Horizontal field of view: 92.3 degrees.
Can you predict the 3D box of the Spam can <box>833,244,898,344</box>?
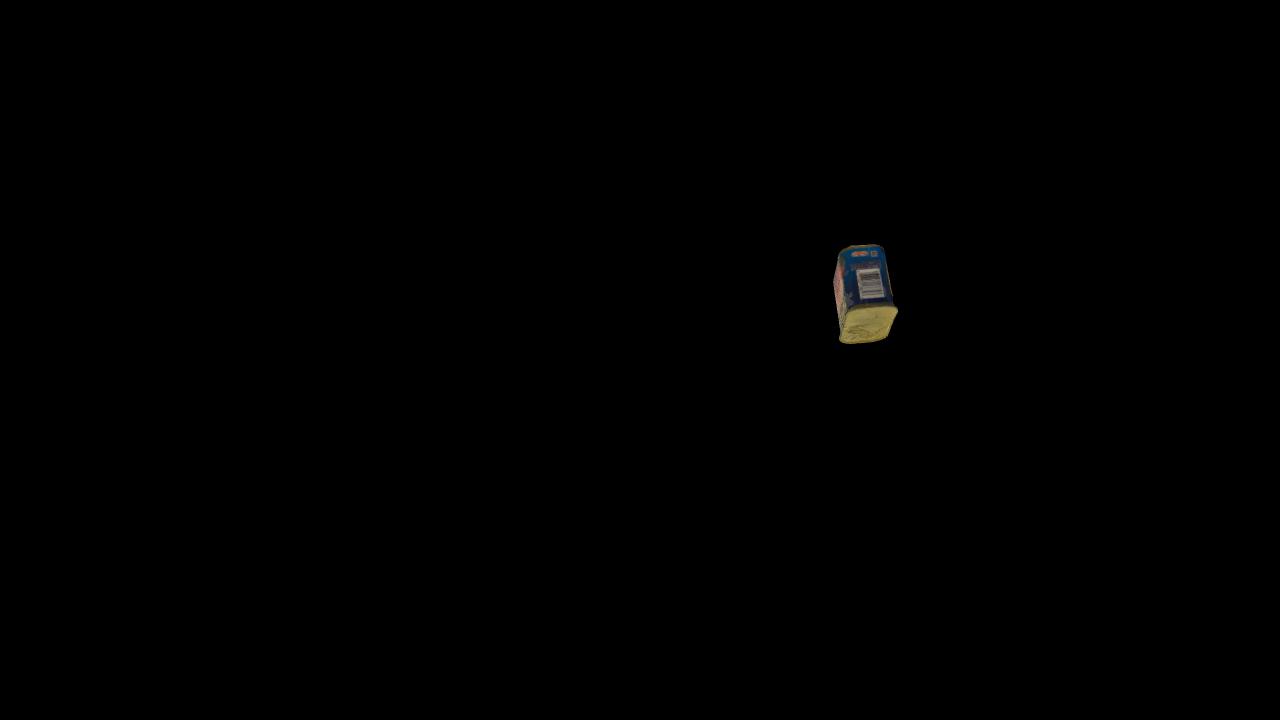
[{"bbox_3d":[0.268,-0.078,0.740,0.058,0.085,0.101,-4,-22,10],"label":"Spam can"}]
